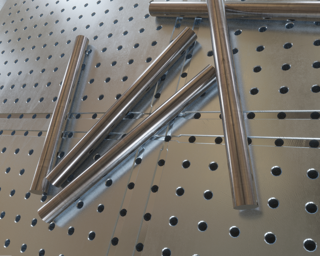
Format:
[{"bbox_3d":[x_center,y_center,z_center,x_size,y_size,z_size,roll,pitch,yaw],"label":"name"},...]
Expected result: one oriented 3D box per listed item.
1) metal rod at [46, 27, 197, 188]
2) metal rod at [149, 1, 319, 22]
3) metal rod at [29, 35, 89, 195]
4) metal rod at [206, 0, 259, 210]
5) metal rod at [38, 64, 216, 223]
[{"bbox_3d":[-0.053,-0.034,0.457,0.300,0.025,0.025,-48,51,-6],"label":"metal rod"},{"bbox_3d":[0.108,-0.174,0.459,0.300,0.025,0.025,16,70,34],"label":"metal rod"},{"bbox_3d":[-0.161,-0.038,0.517,0.025,0.025,0.300,-8,58,24],"label":"metal rod"},{"bbox_3d":[0.083,-0.053,0.382,0.025,0.025,0.299,-13,61,21],"label":"metal rod"},{"bbox_3d":[-0.041,0.021,0.417,0.300,0.025,0.025,-40,51,0],"label":"metal rod"}]
